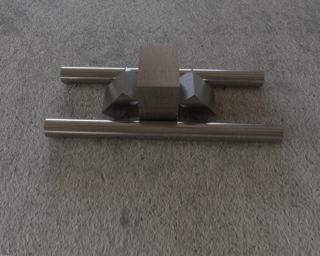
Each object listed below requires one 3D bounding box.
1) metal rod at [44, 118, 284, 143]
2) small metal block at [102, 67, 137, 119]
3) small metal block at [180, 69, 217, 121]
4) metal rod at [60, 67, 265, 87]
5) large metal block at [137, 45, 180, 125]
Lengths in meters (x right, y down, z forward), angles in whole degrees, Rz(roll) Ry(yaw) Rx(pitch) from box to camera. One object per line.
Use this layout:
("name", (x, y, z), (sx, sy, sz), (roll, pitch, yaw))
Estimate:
("metal rod", (0.004, 0.003, 0.402), (0.302, 0.025, 0.025), (1, 50, 0))
("small metal block", (-0.053, -0.046, 0.425), (0.025, 0.050, 0.050), (28, 43, -29))
("small metal block", (0.051, -0.043, 0.424), (0.025, 0.050, 0.050), (-30, 41, 31))
("metal rod", (0.004, -0.078, 0.470), (0.302, 0.025, 0.025), (1, 50, 0))
("large metal block", (-0.002, -0.054, 0.417), (0.050, 0.080, 0.080), (1, 50, 0))
